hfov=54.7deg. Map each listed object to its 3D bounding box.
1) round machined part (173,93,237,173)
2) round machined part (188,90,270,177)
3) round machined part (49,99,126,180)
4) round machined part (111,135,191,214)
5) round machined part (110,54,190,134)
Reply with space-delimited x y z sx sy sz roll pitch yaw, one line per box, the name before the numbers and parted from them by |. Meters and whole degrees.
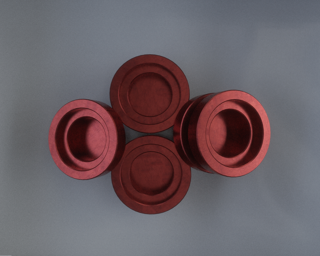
round machined part | 0.061 0.006 0.391 0.099 0.042 0.097 0 89 -22
round machined part | 0.076 0.006 0.363 0.099 0.042 0.097 0 90 -22
round machined part | -0.087 0.014 0.390 0.098 0.042 0.097 0 90 20
round machined part | -0.011 0.057 0.400 0.099 0.042 0.097 0 90 0
round machined part | -0.013 -0.042 0.400 0.099 0.042 0.097 0 90 0
